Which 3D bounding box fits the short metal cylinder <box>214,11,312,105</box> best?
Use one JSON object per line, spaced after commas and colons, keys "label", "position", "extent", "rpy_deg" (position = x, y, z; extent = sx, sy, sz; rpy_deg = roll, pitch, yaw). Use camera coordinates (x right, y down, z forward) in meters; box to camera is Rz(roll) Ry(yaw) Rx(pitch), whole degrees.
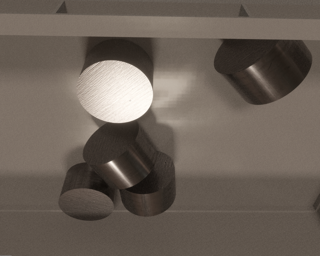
{"label": "short metal cylinder", "position": [0.103, -0.070, 0.315], "extent": [0.080, 0.080, 0.050], "rpy_deg": [-36, 122, 26]}

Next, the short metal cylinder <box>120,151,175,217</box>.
{"label": "short metal cylinder", "position": [-0.018, 0.077, 0.438], "extent": [0.080, 0.080, 0.050], "rpy_deg": [-3, 130, 2]}

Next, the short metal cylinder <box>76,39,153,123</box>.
{"label": "short metal cylinder", "position": [-0.048, -0.052, 0.348], "extent": [0.081, 0.050, 0.079], "rpy_deg": [0, 130, 0]}

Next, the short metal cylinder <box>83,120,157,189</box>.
{"label": "short metal cylinder", "position": [-0.051, 0.031, 0.399], "extent": [0.080, 0.080, 0.050], "rpy_deg": [-20, 127, 16]}

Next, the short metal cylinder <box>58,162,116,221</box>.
{"label": "short metal cylinder", "position": [-0.108, 0.098, 0.475], "extent": [0.081, 0.050, 0.079], "rpy_deg": [0, 130, 0]}
